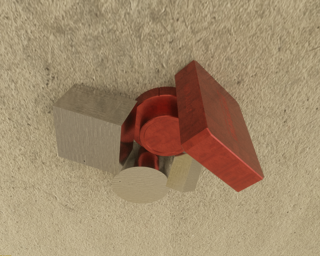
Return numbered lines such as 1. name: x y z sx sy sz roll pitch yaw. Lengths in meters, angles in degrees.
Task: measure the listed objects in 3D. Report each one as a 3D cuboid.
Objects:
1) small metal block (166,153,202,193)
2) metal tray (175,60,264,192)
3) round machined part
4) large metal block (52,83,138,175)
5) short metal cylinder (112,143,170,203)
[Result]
1. small metal block: 0.036 0.060 0.430 0.025 0.050 0.050 17 180 26
2. metal tray: 0.060 -0.007 0.333 0.030 0.130 0.090 -37 121 26
3. round machined part: 0.008 -0.002 0.397 0.099 0.042 0.097 -1 130 0
4. large metal block: -0.077 0.002 0.376 0.080 0.050 0.079 16 130 8
5. short metal cylinder: -0.026 0.064 0.447 0.081 0.050 0.079 0 130 0
